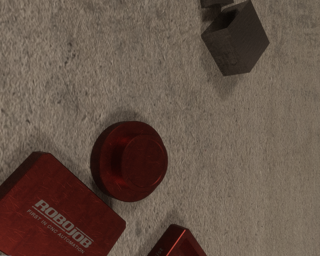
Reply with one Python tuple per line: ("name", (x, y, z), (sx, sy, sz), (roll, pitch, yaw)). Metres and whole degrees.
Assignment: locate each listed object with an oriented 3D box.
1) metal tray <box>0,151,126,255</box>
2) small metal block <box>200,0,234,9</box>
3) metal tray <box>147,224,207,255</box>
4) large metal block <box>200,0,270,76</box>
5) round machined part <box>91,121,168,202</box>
("metal tray", (-0.105, 0.097, 0.315), (0.130, 0.030, 0.090), (52, 60, -28))
("small metal block", (0.085, -0.215, 0.478), (0.050, 0.025, 0.050), (-21, 104, -38))
("metal tray", (0.010, 0.207, 0.412), (0.131, 0.030, 0.090), (-46, 118, -30))
("large metal block", (0.122, -0.141, 0.493), (0.080, 0.050, 0.080), (-52, 121, -27))
("round machined part", (-0.029, 0.040, 0.371), (0.099, 0.042, 0.097), (0, 90, -40))
